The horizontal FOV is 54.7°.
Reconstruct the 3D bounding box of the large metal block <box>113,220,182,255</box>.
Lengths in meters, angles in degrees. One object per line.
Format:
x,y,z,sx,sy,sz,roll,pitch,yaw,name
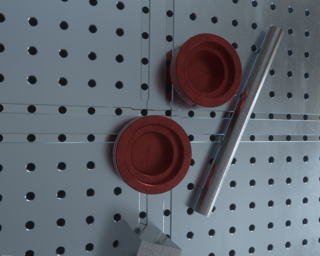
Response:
-0.024,0.167,0.375,0.050,0.080,0.080,21,83,-19,large metal block

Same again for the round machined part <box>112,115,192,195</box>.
-0.013,0.033,0.399,0.099,0.042,0.097,0,90,-20,round machined part

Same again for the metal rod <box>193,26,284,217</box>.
0.118,-0.015,0.456,0.025,0.025,0.299,27,81,-18,metal rod

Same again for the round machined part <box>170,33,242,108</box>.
0.059,-0.076,0.425,0.099,0.042,0.097,0,90,-20,round machined part
